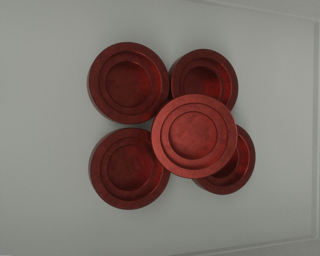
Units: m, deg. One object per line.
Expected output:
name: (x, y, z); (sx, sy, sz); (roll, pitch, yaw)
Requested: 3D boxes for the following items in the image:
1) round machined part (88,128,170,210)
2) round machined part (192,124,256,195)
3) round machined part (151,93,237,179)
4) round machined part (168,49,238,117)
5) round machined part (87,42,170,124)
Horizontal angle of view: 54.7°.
round machined part: (-0.040, 0.048, 0.386); (0.099, 0.042, 0.097); (0, 90, -21)
round machined part: (0.079, 0.040, 0.431); (0.099, 0.042, 0.097); (0, 90, -21)
round machined part: (0.038, 0.008, 0.370); (0.099, 0.042, 0.097); (0, 95, -2)
round machined part: (0.053, -0.054, 0.420); (0.099, 0.042, 0.097); (0, 90, -21)
round machined part: (-0.041, -0.053, 0.385); (0.099, 0.042, 0.097); (0, 90, -21)
